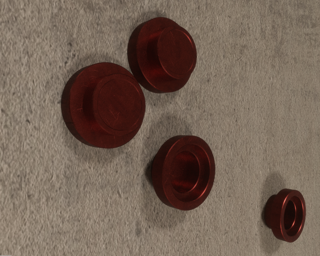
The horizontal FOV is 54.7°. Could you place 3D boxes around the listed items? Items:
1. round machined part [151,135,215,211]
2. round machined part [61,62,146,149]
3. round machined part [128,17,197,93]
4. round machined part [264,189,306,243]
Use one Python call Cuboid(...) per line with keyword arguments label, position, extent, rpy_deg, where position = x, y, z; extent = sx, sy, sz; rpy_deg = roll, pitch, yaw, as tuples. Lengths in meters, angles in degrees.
Cuboid(label="round machined part", position=(0.027, 0.058, 0.419), extent=(0.099, 0.042, 0.097), rpy_deg=(0, 90, -40))
Cuboid(label="round machined part", position=(-0.055, -0.025, 0.349), extent=(0.099, 0.042, 0.097), rpy_deg=(0, 90, -40))
Cuboid(label="round machined part", position=(0.010, -0.095, 0.404), extent=(0.099, 0.042, 0.097), rpy_deg=(0, 90, -40))
Cuboid(label="round machined part", position=(0.238, 0.166, 0.598), extent=(0.099, 0.042, 0.097), rpy_deg=(0, 90, -40))
